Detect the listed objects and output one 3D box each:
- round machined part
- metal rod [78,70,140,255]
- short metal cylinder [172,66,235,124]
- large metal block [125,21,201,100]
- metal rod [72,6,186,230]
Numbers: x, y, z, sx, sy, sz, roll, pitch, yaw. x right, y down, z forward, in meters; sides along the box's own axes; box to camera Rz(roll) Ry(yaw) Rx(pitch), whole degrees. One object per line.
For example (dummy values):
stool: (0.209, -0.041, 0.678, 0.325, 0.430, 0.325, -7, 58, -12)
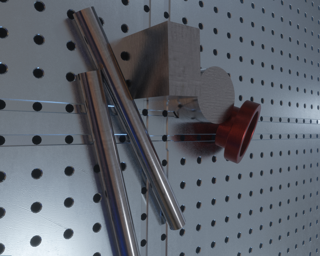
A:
round machined part: (0.119, 0.003, 0.482, 0.098, 0.042, 0.097, -48, 150, -39)
metal rod: (-0.051, 0.082, 0.368, 0.025, 0.025, 0.298, -18, 102, -39)
short metal cylinder: (0.063, -0.046, 0.448, 0.081, 0.050, 0.079, 0, 90, -40)
large metal block: (0.002, -0.076, 0.377, 0.050, 0.080, 0.079, -3, 92, -40)
metal rod: (-0.030, 0.003, 0.385, 0.025, 0.025, 0.299, -35, 112, -35)
